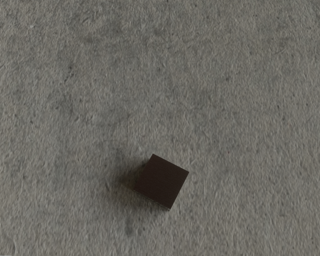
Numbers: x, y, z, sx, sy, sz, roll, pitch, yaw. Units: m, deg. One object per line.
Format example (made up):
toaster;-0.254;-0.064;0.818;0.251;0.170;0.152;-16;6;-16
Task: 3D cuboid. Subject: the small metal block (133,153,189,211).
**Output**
small metal block;0.002;0.067;0.384;0.050;0.025;0.050;26;72;9
